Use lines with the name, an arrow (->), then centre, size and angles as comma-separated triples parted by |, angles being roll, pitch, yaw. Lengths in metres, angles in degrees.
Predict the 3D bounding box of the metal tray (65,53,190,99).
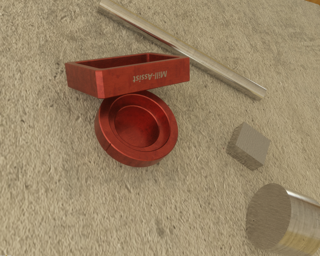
metal tray -> -0.038, -0.070, 0.386 | 0.131, 0.090, 0.030 | -17, 115, -35

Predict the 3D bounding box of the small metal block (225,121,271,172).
small metal block -> 0.130, 0.027, 0.457 | 0.050, 0.025, 0.050 | 36, 51, -5

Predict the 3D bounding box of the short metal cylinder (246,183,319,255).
short metal cylinder -> 0.151, 0.114, 0.380 | 0.050, 0.080, 0.080 | 22, 54, -15

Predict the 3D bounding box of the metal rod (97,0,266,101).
metal rod -> 0.042, -0.123, 0.501 | 0.301, 0.025, 0.025 | 27, 53, -12

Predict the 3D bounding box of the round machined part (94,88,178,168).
round machined part -> -0.031, 0.003, 0.374 | 0.099, 0.042, 0.098 | 14, 56, -21
